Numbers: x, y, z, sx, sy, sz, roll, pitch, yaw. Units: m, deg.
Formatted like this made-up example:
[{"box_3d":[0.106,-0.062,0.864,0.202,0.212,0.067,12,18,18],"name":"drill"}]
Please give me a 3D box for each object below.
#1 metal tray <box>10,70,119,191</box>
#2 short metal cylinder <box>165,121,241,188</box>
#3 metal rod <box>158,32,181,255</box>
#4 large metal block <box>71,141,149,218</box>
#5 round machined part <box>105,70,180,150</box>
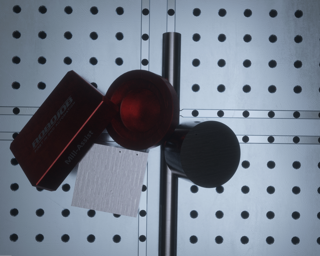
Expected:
[{"box_3d":[-0.121,0.001,0.385,0.130,0.030,0.090,-52,52,0],"name":"metal tray"},{"box_3d":[0.052,0.031,0.388,0.081,0.050,0.079,0,90,-20],"name":"short metal cylinder"},{"box_3d":[0.013,0.024,0.414,0.025,0.025,0.298,1,90,0],"name":"metal rod"},{"box_3d":[-0.061,0.062,0.400,0.080,0.050,0.080,10,90,0],"name":"large metal block"},{"box_3d":[-0.020,-0.022,0.392,0.098,0.042,0.097,0,89,25],"name":"round machined part"}]
